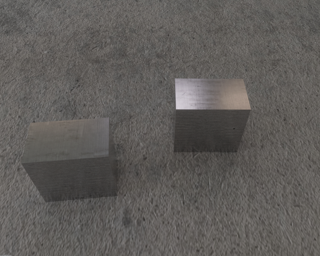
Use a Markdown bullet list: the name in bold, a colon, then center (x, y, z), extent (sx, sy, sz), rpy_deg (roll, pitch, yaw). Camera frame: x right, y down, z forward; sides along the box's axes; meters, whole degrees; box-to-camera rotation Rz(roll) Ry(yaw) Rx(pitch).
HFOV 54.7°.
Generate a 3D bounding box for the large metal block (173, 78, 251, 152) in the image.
- **large metal block**: center (0.058, -0.014, 0.379), extent (0.081, 0.080, 0.050), rpy_deg (0, 50, 0)

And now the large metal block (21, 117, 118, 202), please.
- **large metal block**: center (-0.091, 0.036, 0.336), extent (0.081, 0.080, 0.050), rpy_deg (-4, 50, -4)
